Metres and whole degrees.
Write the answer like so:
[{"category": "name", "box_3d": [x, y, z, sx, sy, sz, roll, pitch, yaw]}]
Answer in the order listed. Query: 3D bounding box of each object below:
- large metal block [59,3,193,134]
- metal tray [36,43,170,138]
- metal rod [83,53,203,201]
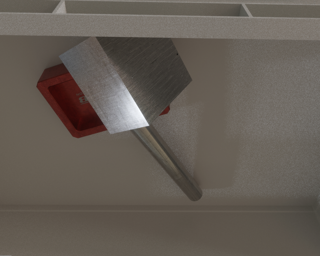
[{"category": "large metal block", "box_3d": [-0.026, -0.053, 0.278, 0.050, 0.080, 0.080, -12, 116, 42]}, {"category": "metal tray", "box_3d": [-0.063, -0.043, 0.367, 0.130, 0.030, 0.090, -15, 129, 12]}, {"category": "metal rod", "box_3d": [-0.006, 0.022, 0.396, 0.025, 0.025, 0.300, -20, 138, 16]}]
